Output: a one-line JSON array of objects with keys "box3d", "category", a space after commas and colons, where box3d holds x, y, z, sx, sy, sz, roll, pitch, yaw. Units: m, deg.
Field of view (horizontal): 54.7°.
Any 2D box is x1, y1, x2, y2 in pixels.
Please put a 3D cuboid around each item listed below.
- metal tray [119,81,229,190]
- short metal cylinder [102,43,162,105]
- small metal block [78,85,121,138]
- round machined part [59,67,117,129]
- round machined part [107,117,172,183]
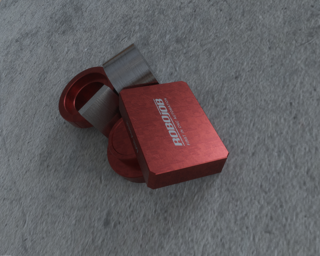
[{"box3d": [0.011, 0.001, 0.366, 0.091, 0.030, 0.130, -11, 50, -17], "category": "metal tray"}, {"box3d": [-0.035, -0.070, 0.431, 0.050, 0.080, 0.080, -33, 52, 7], "category": "short metal cylinder"}, {"box3d": [-0.071, -0.022, 0.415, 0.050, 0.050, 0.025, -47, 27, -6], "category": "small metal block"}, {"box3d": [-0.100, -0.042, 0.471, 0.098, 0.042, 0.098, -13, 56, 20], "category": "round machined part"}, {"box3d": [-0.026, 0.017, 0.396, 0.098, 0.042, 0.098, -13, 56, 20], "category": "round machined part"}]
